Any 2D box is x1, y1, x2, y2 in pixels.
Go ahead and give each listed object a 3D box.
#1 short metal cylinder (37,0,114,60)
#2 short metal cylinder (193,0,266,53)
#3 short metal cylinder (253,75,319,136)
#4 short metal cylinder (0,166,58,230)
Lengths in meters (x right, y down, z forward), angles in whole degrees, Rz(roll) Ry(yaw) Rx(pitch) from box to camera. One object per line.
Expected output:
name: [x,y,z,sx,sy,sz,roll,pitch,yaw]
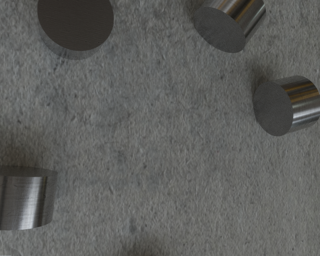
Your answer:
short metal cylinder: [-0.099,-0.124,0.360,0.081,0.050,0.079,0,90,-21]
short metal cylinder: [0.092,-0.147,0.415,0.080,0.080,0.050,40,77,-16]
short metal cylinder: [0.182,-0.032,0.449,0.050,0.080,0.080,-15,95,-20]
short metal cylinder: [-0.152,0.070,0.324,0.081,0.080,0.050,7,88,-20]
